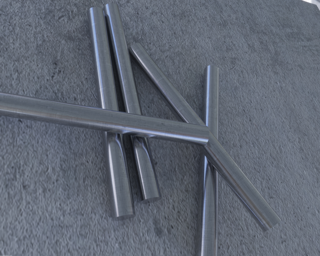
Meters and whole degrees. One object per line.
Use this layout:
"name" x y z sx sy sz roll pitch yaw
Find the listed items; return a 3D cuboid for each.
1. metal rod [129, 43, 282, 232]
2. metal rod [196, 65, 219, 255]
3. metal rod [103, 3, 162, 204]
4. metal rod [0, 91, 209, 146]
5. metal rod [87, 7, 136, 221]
"metal rod" 0.046 -0.002 0.406 0.025 0.025 0.299 -21 66 -36
"metal rod" 0.068 0.029 0.424 0.025 0.025 0.300 20 54 -17
"metal rod" -0.043 -0.050 0.412 0.025 0.025 0.299 1 61 -28
"metal rod" -0.090 -0.013 0.338 0.302 0.025 0.025 9 58 -15
"metal rod" -0.066 -0.037 0.391 0.025 0.025 0.299 2 61 -28
